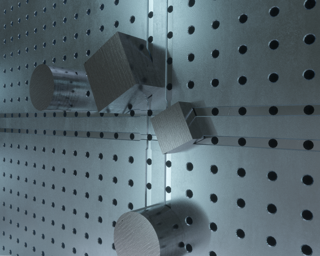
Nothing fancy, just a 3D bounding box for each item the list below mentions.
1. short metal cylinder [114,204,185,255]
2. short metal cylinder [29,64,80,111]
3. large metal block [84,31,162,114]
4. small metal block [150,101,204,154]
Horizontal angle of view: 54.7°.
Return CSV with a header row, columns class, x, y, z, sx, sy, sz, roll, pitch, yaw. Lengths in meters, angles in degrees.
class,x,y,z,sx,sy,sz,roll,pitch,yaw
short metal cylinder,-0.015,0.144,0.405,0.080,0.050,0.079,0,90,40
short metal cylinder,-0.186,-0.069,0.547,0.080,0.050,0.079,0,90,40
large metal block,-0.055,-0.074,0.438,0.080,0.050,0.080,-31,71,35
small metal block,0.021,0.000,0.392,0.050,0.025,0.050,-30,71,36
